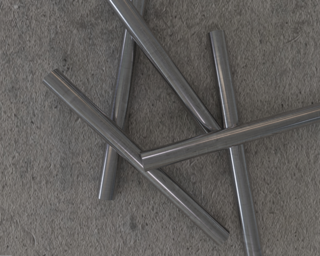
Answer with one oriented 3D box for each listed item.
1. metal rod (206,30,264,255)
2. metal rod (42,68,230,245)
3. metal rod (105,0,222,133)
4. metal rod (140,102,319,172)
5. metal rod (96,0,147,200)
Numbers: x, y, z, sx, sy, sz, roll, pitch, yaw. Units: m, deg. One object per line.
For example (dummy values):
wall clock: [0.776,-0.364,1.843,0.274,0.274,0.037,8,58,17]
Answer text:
metal rod: [0.099,0.021,0.410,0.025,0.025,0.298,-10,90,0]
metal rod: [-0.024,0.041,0.389,0.300,0.025,0.025,44,90,-8]
metal rod: [-0.016,-0.109,0.387,0.025,0.025,0.299,-37,99,0]
metal rod: [0.123,0.002,0.388,0.302,0.025,0.025,-15,90,-9]
metal rod: [-0.048,-0.055,0.409,0.025,0.025,0.298,9,90,0]
